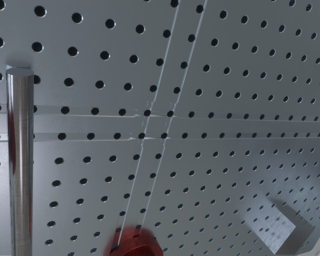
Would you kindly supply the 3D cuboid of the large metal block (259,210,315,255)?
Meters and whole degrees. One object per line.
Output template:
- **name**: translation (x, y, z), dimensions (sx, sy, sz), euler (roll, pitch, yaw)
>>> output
- **large metal block**: translation (0.286, 0.237, 0.698), dimensions (0.081, 0.050, 0.080), euler (17, 109, -35)

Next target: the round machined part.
- **round machined part**: translation (-0.038, 0.234, 0.525), dimensions (0.099, 0.042, 0.097), euler (-14, 124, -21)

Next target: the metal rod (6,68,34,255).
- **metal rod**: translation (-0.165, 0.076, 0.368), dimensions (0.025, 0.025, 0.298), euler (-3, 120, -27)
